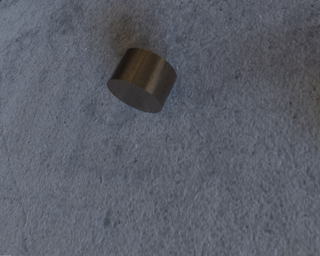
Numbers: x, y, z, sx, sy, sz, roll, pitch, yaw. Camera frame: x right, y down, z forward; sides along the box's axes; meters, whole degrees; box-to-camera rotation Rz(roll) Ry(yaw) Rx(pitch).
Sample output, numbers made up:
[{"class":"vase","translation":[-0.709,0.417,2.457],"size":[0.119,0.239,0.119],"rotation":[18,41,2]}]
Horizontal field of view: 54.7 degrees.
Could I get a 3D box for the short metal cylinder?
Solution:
[{"class":"short metal cylinder","translation":[-0.024,-0.062,0.418],"size":[0.080,0.080,0.050],"rotation":[13,69,33]}]
